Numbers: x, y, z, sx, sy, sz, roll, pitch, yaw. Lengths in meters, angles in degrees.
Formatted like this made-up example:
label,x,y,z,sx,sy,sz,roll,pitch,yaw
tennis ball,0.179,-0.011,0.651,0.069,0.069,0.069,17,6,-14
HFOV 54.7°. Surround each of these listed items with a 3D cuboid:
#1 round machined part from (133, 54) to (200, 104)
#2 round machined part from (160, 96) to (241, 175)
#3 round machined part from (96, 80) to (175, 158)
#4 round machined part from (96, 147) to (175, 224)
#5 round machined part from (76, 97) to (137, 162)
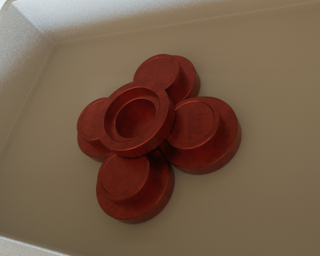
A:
label,x,y,z,sx,sy,sz,roll,pitch,yaw
round machined part,0.002,-0.063,0.429,0.098,0.042,0.098,-13,56,21
round machined part,0.043,0.003,0.368,0.098,0.042,0.098,-13,56,21
round machined part,-0.026,-0.008,0.384,0.098,0.042,0.098,-13,56,21
round machined part,-0.036,0.061,0.373,0.098,0.042,0.098,-13,55,19
round machined part,-0.076,-0.004,0.435,0.098,0.042,0.098,-13,56,21
